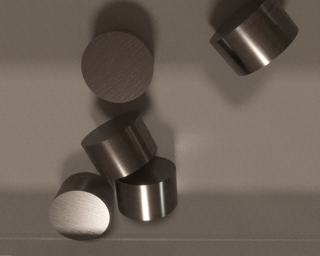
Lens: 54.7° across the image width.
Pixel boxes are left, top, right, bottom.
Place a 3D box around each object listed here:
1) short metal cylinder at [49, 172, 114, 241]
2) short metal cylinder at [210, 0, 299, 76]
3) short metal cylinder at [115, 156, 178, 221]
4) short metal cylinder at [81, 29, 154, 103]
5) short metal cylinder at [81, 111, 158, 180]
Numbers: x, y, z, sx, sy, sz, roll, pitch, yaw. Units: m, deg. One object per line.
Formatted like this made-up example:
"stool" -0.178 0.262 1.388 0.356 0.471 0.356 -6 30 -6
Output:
"short metal cylinder" -0.108 0.110 0.437 0.081 0.050 0.079 0 110 -1
"short metal cylinder" 0.103 -0.104 0.345 0.080 0.080 0.050 -41 105 13
"short metal cylinder" -0.018 0.077 0.410 0.081 0.080 0.050 -3 110 1
"short metal cylinder" -0.048 -0.075 0.370 0.081 0.050 0.079 0 110 -1
"short metal cylinder" -0.050 0.021 0.389 0.080 0.080 0.050 -25 109 8
